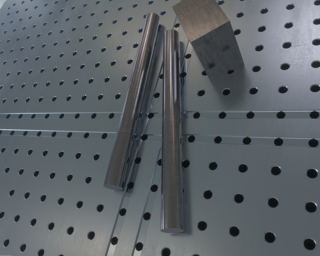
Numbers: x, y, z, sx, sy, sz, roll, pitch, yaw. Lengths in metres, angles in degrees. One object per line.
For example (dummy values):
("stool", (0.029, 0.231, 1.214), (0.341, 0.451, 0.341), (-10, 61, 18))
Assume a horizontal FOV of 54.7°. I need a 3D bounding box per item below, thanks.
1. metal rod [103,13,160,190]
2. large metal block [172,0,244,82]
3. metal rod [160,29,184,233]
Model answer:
("metal rod", (-0.036, -0.056, 0.461), (0.025, 0.025, 0.300), (-4, 60, 26))
("large metal block", (0.065, -0.124, 0.415), (0.050, 0.080, 0.080), (-27, 52, 11))
("metal rod", (0.016, -0.018, 0.410), (0.025, 0.025, 0.299), (-12, 56, 21))
